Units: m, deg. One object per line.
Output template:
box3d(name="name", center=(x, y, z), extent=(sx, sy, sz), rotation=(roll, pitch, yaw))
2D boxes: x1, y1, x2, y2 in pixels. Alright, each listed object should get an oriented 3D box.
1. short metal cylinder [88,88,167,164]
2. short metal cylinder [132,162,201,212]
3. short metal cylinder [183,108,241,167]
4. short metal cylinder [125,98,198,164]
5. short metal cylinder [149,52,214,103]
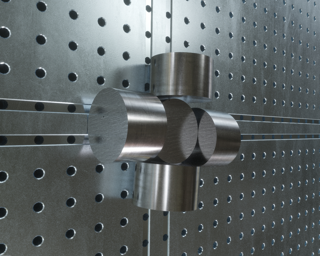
box3d(name="short metal cylinder", center=(-0.038, -0.002, 0.341), extent=(0.050, 0.080, 0.080), rotation=(2, 89, -41))
box3d(name="short metal cylinder", center=(0.008, 0.068, 0.378), extent=(0.081, 0.080, 0.050), rotation=(8, 85, -40))
box3d(name="short metal cylinder", center=(0.063, 0.014, 0.426), extent=(0.050, 0.080, 0.080), rotation=(5, 87, -40))
box3d(name="short metal cylinder", center=(0.002, 0.004, 0.395), extent=(0.081, 0.050, 0.080), rotation=(0, 90, -41))
box3d(name="short metal cylinder", center=(0.027, -0.061, 0.395), extent=(0.081, 0.080, 0.050), rotation=(4, 88, -40))
